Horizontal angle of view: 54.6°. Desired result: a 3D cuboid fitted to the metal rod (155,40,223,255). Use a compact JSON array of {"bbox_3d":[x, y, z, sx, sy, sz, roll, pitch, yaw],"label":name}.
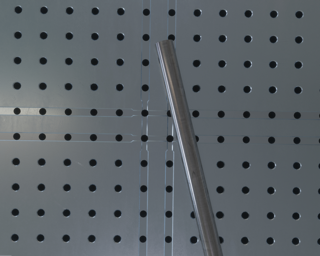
[{"bbox_3d":[0.039,0.032,0.413,0.025,0.025,0.299,-13,90,0],"label":"metal rod"}]
